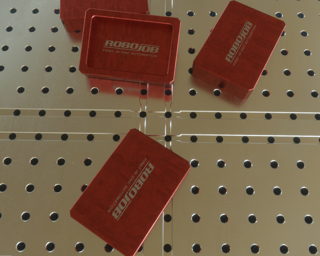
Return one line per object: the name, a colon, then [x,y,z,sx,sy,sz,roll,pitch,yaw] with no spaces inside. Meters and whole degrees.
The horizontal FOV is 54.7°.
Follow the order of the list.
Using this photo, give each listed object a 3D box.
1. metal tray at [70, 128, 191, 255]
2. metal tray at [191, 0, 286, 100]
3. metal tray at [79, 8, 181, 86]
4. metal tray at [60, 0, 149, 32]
metal tray: [-0.034,0.076,0.381,0.090,0.030,0.130,32,73,10]
metal tray: [0.115,-0.117,0.453,0.090,0.030,0.130,28,72,9]
metal tray: [-0.041,-0.112,0.433,0.131,0.030,0.089,7,90,2]
metal tray: [-0.085,-0.200,0.481,0.131,0.030,0.090,-5,70,-3]
